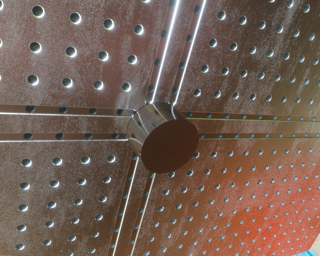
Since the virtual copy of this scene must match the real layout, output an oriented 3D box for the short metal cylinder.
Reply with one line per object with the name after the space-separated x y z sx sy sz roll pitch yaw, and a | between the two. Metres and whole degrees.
0.003 0.013 0.405 0.081 0.050 0.079 -14 125 -21 | short metal cylinder
